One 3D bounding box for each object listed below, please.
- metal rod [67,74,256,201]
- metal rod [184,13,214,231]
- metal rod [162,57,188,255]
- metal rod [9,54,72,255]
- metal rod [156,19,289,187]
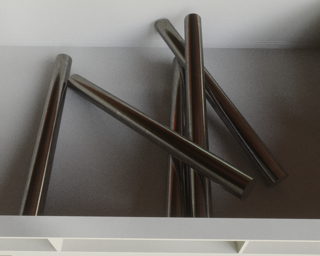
[{"bbox_3d":[-0.022,-0.005,0.377,0.300,0.025,0.025,31,56,35],"label":"metal rod"},{"bbox_3d":[0.046,-0.028,0.389,0.025,0.025,0.299,1,62,1],"label":"metal rod"},{"bbox_3d":[0.024,0.008,0.398,0.025,0.025,0.300,3,50,2],"label":"metal rod"},{"bbox_3d":[-0.144,0.006,0.398,0.025,0.025,0.300,-3,50,-2],"label":"metal rod"},{"bbox_3d":[0.071,-0.052,0.427,0.025,0.025,0.299,-21,60,-17],"label":"metal rod"}]
